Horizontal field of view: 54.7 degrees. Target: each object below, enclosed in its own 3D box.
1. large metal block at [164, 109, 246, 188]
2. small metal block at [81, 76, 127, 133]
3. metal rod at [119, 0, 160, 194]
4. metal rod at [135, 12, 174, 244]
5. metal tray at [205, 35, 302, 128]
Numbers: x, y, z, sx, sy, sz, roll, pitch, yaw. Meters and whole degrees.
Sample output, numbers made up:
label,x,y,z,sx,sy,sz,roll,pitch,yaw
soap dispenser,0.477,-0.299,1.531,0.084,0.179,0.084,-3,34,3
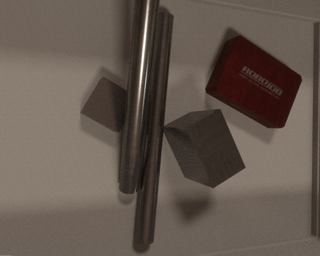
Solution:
label,x,y,z,sx,sy,sz,roll,pitch,yaw
large metal block,0.053,0.024,0.402,0.050,0.080,0.080,-28,100,-18
small metal block,-0.063,-0.028,0.388,0.050,0.025,0.050,31,80,-18
metal rod,-0.022,-0.057,0.338,0.025,0.025,0.298,-2,116,-20
metal rod,-0.007,-0.001,0.408,0.025,0.025,0.298,6,88,-20
metal tray,0.142,-0.065,0.462,0.131,0.030,0.090,27,81,-19
